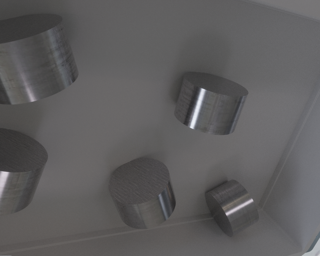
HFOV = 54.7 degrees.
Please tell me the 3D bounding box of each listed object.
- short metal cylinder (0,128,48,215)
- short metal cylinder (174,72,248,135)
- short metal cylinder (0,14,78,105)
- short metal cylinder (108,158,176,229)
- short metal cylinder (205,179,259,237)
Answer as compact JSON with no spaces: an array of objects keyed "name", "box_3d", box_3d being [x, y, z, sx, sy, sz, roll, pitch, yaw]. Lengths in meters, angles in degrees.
[{"name":"short metal cylinder","box_3d":[-0.161,0.041,0.310,0.081,0.080,0.050,13,112,-34]},{"name":"short metal cylinder","box_3d":[0.063,-0.032,0.387,0.081,0.080,0.050,0,119,-28]},{"name":"short metal cylinder","box_3d":[-0.118,-0.062,0.270,0.081,0.080,0.050,-20,126,-17]},{"name":"short metal cylinder","box_3d":[-0.023,0.086,0.414,0.081,0.080,0.050,-24,127,-14]},{"name":"short metal cylinder","box_3d":[0.119,0.134,0.521,0.050,0.080,0.080,-25,128,-13]}]
